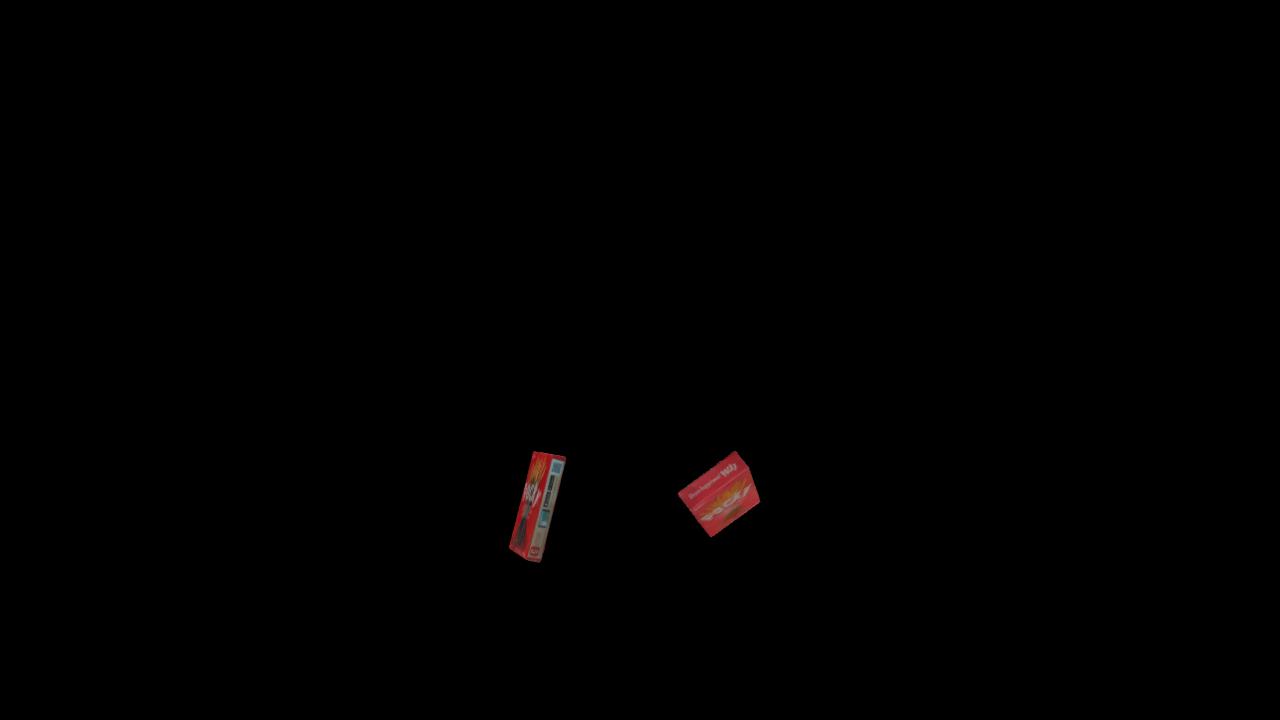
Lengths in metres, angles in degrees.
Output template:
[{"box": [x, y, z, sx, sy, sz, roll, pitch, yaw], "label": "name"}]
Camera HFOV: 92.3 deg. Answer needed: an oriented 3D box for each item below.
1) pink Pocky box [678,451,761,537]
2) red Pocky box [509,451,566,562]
[{"box": [0.101, 0.168, 0.753, 0.084, 0.029, 0.155, -35, -31, -4], "label": "pink Pocky box"}, {"box": [-0.155, 0.217, 0.925, 0.028, 0.155, 0.083, 19, -13, -26], "label": "red Pocky box"}]
